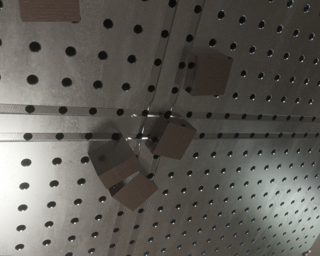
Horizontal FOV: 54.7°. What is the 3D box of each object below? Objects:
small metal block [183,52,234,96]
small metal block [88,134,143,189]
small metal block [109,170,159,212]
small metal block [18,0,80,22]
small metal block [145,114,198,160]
[{"bbox_3d":[0.062,-0.070,0.404,0.050,0.025,0.050,-5,121,-26],"label":"small metal block"},{"bbox_3d":[-0.057,0.041,0.391,0.050,0.050,0.025,-30,129,-10],"label":"small metal block"},{"bbox_3d":[-0.039,0.085,0.444,0.050,0.025,0.050,-42,130,0],"label":"small metal block"},{"bbox_3d":[-0.101,-0.124,0.279,0.050,0.025,0.050,-9,123,-24],"label":"small metal block"},{"bbox_3d":[0.015,0.013,0.430,0.050,0.025,0.050,16,110,-35],"label":"small metal block"}]
